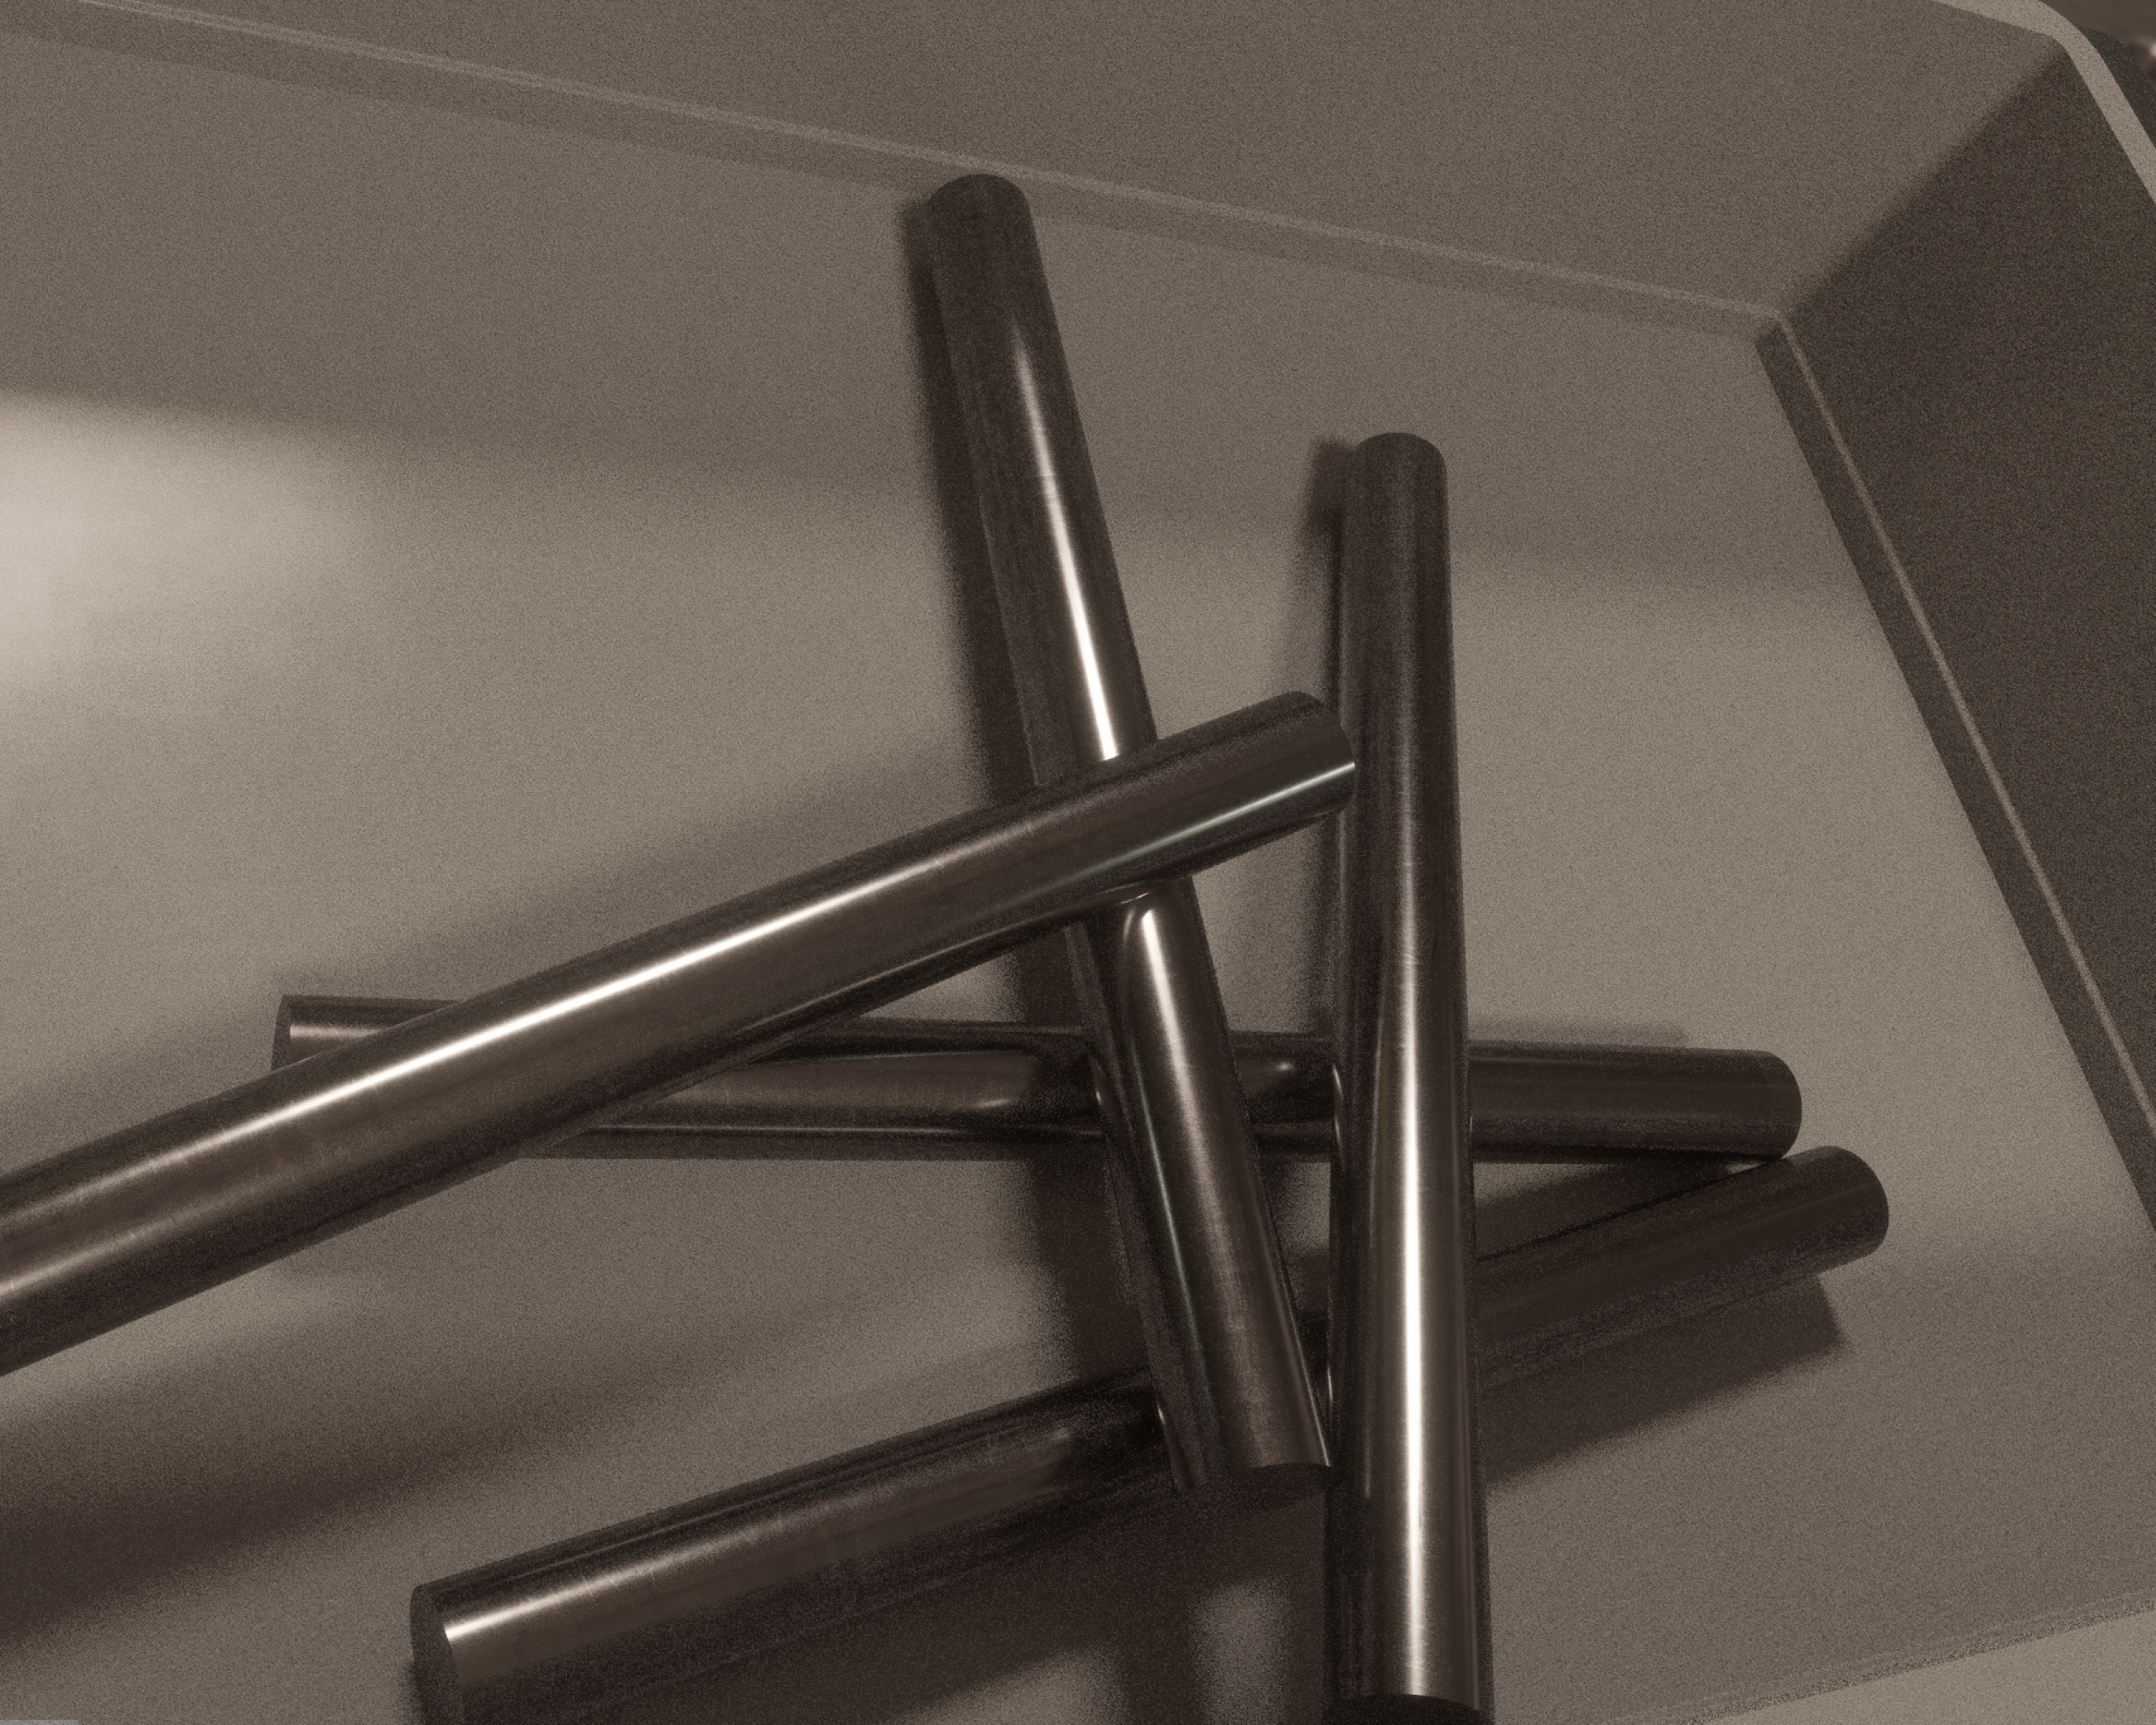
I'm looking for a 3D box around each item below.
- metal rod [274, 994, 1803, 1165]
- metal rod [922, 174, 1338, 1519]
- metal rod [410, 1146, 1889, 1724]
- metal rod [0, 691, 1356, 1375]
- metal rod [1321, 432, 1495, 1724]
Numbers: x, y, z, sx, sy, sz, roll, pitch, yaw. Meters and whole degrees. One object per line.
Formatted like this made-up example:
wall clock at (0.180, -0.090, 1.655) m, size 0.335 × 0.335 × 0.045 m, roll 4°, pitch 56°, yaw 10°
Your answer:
metal rod at (0.013, 0.043, 0.386) m, size 0.303 × 0.025 × 0.025 m, roll 4°, pitch 60°, yaw -26°
metal rod at (0.002, -0.026, 0.400) m, size 0.025 × 0.025 × 0.299 m, roll 6°, pitch 53°, yaw -25°
metal rod at (0.038, 0.093, 0.369) m, size 0.303 × 0.025 × 0.025 m, roll -9°, pitch 66°, yaw -32°
metal rod at (-0.078, 0.028, 0.313) m, size 0.302 × 0.025 × 0.025 m, roll -22°, pitch 74°, yaw -31°
metal rod at (0.062, 0.016, 0.404) m, size 0.025 × 0.025 × 0.300 m, roll 22°, pitch 46°, yaw -15°
